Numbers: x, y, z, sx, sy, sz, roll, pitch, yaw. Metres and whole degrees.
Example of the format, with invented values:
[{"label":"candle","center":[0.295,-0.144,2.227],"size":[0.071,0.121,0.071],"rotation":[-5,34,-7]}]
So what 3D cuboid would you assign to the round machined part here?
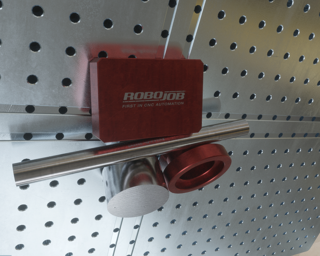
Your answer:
[{"label":"round machined part","center":[0.049,0.051,0.445],"size":[0.099,0.042,0.098],"rotation":[-18,148,-12]}]

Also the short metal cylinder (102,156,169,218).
[{"label":"short metal cylinder","center":[-0.033,0.076,0.410],"size":[0.081,0.050,0.080],"rotation":[-11,140,-9]}]

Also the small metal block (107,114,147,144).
[{"label":"small metal block","center":[-0.035,0.015,0.414],"size":[0.050,0.025,0.050],"rotation":[19,108,-36]}]

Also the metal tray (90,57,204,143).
[{"label":"metal tray","center":[-0.012,-0.035,0.363],"size":[0.131,0.030,0.089],"rotation":[-5,102,-27]}]

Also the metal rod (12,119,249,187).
[{"label":"metal rod","center":[-0.016,0.024,0.385],"size":[0.303,0.025,0.025],"rotation":[-11,123,-23]}]
